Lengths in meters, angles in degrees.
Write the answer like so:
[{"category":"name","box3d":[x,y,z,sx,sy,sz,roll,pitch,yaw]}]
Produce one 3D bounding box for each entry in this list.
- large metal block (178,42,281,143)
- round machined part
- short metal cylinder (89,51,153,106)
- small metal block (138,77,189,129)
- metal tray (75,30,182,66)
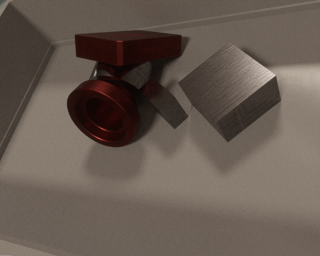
[{"category":"large metal block","box3d":[0.083,-0.044,0.373,0.080,0.050,0.080,-39,51,2]},{"category":"round machined part","box3d":[-0.070,-0.024,0.414,0.098,0.098,0.042,2,41,29]},{"category":"short metal cylinder","box3d":[-0.056,-0.071,0.442,0.080,0.080,0.050,1,62,28]},{"category":"small metal block","box3d":[0.005,-0.032,0.406,0.025,0.050,0.050,-43,51,-1]},{"category":"metal tray","box3d":[-0.042,-0.118,0.443,0.090,0.030,0.131,19,28,35]}]
